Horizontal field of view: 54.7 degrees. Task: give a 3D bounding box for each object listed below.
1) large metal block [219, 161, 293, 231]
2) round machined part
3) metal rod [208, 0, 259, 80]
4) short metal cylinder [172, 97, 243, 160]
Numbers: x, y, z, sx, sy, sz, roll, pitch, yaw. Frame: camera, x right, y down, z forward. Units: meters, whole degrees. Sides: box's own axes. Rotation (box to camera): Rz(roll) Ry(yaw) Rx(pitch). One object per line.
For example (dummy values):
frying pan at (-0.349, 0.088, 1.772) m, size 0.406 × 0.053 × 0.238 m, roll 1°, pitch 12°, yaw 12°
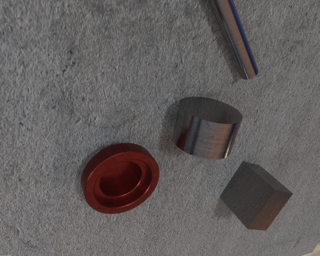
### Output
large metal block at (0.162, 0.116, 0.531) m, size 0.050 × 0.080 × 0.080 m, roll 17°, pitch 110°, yaw -35°
round machined part at (-0.054, 0.061, 0.404) m, size 0.099 × 0.042 × 0.097 m, roll -14°, pitch 124°, yaw -21°
metal rod at (0.053, -0.167, 0.331) m, size 0.025 × 0.025 × 0.300 m, roll -39°, pitch 130°, yaw -2°
short metal cylinder at (0.060, -0.002, 0.403) m, size 0.081 × 0.080 × 0.050 m, roll -3°, pitch 120°, yaw -27°
